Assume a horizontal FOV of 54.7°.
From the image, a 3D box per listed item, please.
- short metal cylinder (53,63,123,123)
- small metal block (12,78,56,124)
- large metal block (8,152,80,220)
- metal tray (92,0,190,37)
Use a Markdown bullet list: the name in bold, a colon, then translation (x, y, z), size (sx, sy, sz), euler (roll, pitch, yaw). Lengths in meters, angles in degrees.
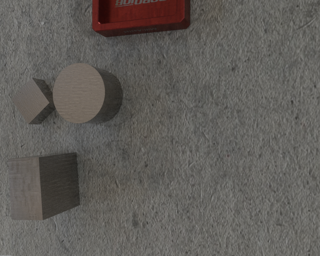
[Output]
- **short metal cylinder**: translation (-0.099, -0.046, 0.431), size (0.080, 0.050, 0.079), euler (0, 90, 20)
- **small metal block**: translation (-0.191, -0.041, 0.476), size (0.050, 0.025, 0.050), euler (-41, 77, 15)
- **large metal block**: translation (-0.160, 0.078, 0.436), size (0.050, 0.080, 0.080), euler (-5, 89, 20)
- **metal tray**: translation (-0.026, -0.176, 0.415), size (0.130, 0.030, 0.089), euler (0, 90, 19)
